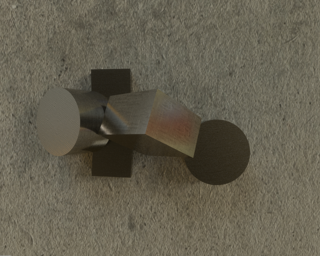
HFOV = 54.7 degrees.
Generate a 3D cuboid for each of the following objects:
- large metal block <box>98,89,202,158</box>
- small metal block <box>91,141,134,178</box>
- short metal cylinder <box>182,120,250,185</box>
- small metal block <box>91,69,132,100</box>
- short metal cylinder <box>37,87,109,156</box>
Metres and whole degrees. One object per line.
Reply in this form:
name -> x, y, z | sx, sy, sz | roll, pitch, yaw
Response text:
large metal block -> -0.011, -0.002, 0.365 | 0.080, 0.080, 0.050 | 29, 68, -42
small metal block -> -0.062, 0.038, 0.410 | 0.050, 0.025, 0.050 | 3, 90, -1
short metal cylinder -> 0.069, 0.029, 0.400 | 0.081, 0.050, 0.079 | 0, 90, -1
small metal block -> -0.063, -0.051, 0.410 | 0.050, 0.025, 0.050 | -1, 90, -1
short metal cylinder -> -0.105, -0.008, 0.379 | 0.080, 0.050, 0.079 | 1, 91, 35
